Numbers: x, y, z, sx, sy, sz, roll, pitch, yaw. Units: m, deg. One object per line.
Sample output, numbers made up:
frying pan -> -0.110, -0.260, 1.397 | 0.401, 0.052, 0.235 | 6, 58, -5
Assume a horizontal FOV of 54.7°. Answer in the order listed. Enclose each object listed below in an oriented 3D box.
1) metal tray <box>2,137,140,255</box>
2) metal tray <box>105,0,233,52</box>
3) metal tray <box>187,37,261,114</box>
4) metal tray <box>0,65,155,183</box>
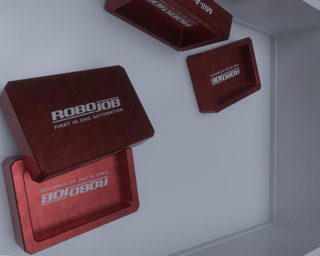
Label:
metal tray -> -0.087, 0.063, 0.329 | 0.131, 0.030, 0.089 | -12, 98, -39
metal tray -> 0.013, -0.139, 0.374 | 0.131, 0.090, 0.030 | 18, 79, -39
metal tray -> 0.106, -0.086, 0.491 | 0.131, 0.030, 0.089 | -27, 107, -37
metal tray -> -0.077, -0.011, 0.313 | 0.131, 0.030, 0.090 | -20, 81, -41
